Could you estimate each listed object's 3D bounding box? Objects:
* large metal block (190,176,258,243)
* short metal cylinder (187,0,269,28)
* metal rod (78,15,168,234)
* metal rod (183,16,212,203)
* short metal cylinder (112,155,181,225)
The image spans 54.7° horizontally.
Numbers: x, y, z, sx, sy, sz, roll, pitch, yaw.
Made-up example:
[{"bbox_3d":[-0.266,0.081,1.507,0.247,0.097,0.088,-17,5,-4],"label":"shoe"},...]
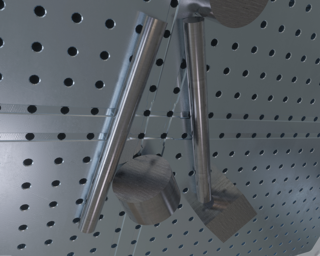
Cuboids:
[{"bbox_3d":[0.114,0.144,0.547,0.080,0.050,0.080,-40,130,-1],"label":"large metal block"},{"bbox_3d":[0.075,-0.156,0.340,0.081,0.050,0.079,-14,124,-21],"label":"short metal cylinder"},{"bbox_3d":[-0.054,0.011,0.388,0.025,0.025,0.298,8,115,-32],"label":"metal rod"},{"bbox_3d":[0.057,-0.003,0.440,0.025,0.025,0.298,-21,127,-16],"label":"metal rod"},{"bbox_3d":[-0.017,0.082,0.417,0.080,0.080,0.050,-28,128,-10],"label":"short metal cylinder"}]
